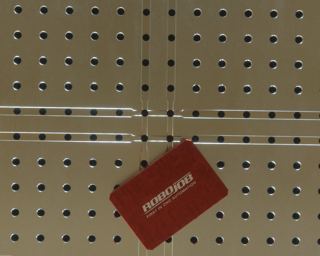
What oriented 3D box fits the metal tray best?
[{"bbox_3d":[0.011,0.086,0.411,0.130,0.030,0.090,-36,90,0],"label":"metal tray"}]
